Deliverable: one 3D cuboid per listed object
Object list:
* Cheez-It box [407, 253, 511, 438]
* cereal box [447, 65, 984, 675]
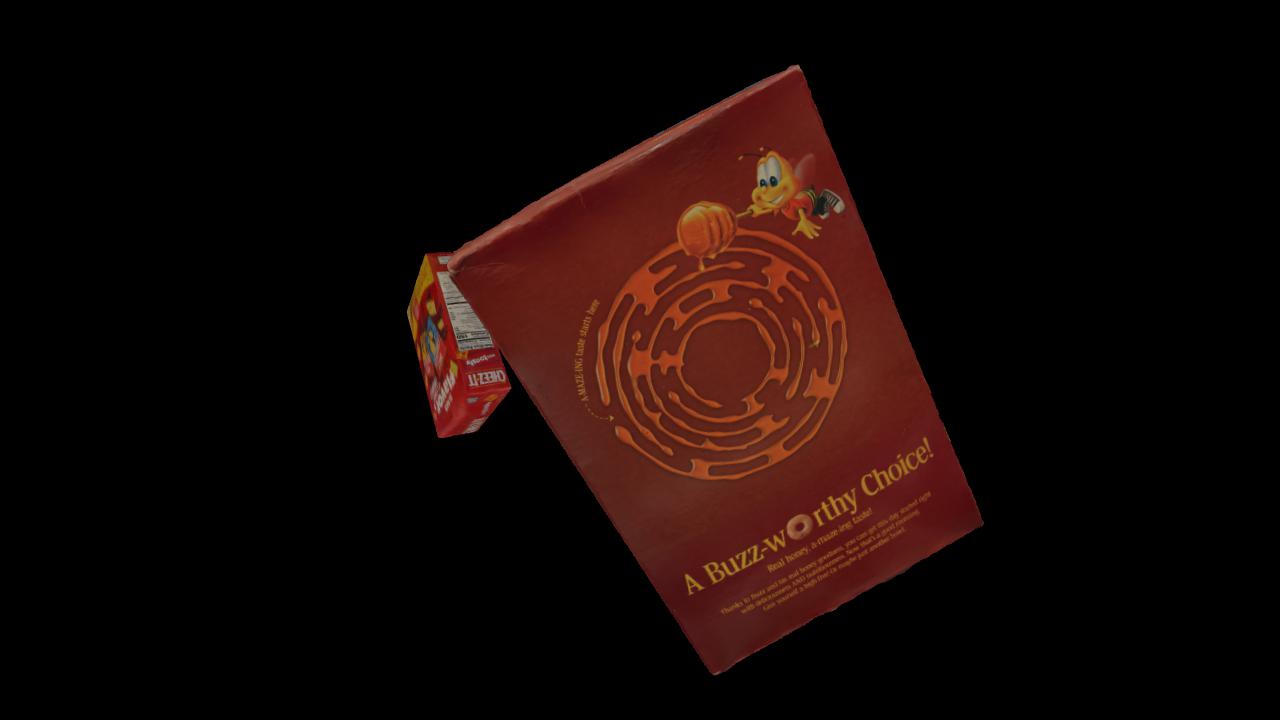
[{"bbox_3d":[-0.271,-0.019,0.895,0.071,0.223,0.166,-8,-22,-34],"label":"Cheez-It box"},{"bbox_3d":[0.056,0.019,0.374,0.203,0.306,0.081,-30,17,0],"label":"cereal box"}]
